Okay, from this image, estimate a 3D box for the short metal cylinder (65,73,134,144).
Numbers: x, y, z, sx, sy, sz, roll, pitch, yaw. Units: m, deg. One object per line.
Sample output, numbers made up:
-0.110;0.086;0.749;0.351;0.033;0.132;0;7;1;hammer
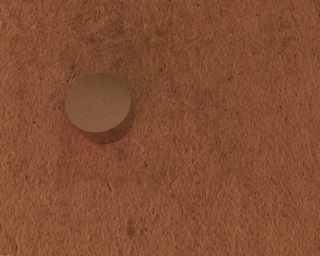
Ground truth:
-0.076;-0.024;0.403;0.080;0.050;0.080;0;70;0;short metal cylinder
